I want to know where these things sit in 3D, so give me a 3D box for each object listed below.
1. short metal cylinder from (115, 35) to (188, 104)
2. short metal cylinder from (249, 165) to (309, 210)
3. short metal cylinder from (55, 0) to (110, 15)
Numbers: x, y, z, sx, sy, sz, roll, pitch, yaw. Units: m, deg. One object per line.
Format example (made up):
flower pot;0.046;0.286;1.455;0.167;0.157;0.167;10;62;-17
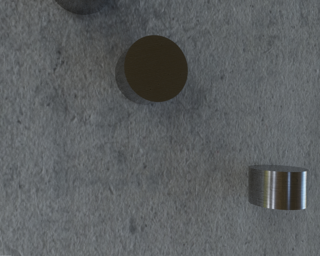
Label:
short metal cylinder;-0.012;-0.071;0.392;0.081;0.050;0.079;0;90;-21
short metal cylinder;0.169;0.082;0.444;0.081;0.080;0.050;1;90;-20
short metal cylinder;-0.091;-0.181;0.362;0.081;0.050;0.079;0;90;-21
